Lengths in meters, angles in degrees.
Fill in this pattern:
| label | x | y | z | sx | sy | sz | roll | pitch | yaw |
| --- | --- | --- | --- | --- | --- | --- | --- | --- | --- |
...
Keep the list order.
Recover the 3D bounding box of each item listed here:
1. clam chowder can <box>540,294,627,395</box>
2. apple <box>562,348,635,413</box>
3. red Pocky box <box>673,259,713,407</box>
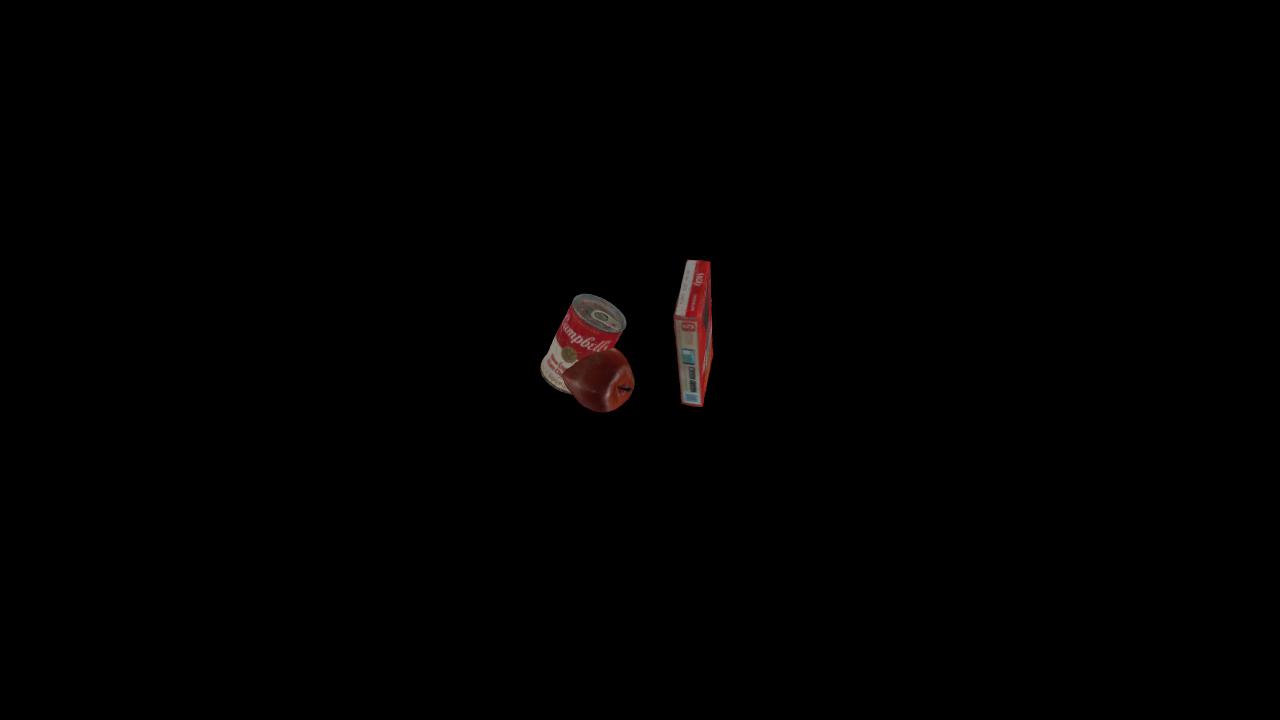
| label | x | y | z | sx | sy | sz | roll | pitch | yaw |
| --- | --- | --- | --- | --- | --- | --- | --- | --- | --- |
| clam chowder can | -0.068 | -0.017 | 0.720 | 0.068 | 0.102 | 0.068 | 23 | 32 | -15 |
| apple | -0.049 | 0.019 | 0.717 | 0.093 | 0.079 | 0.079 | 27 | 12 | 26 |
| red Pocky box | 0.060 | -0.025 | 0.664 | 0.028 | 0.083 | 0.155 | 5 | -37 | 12 |
